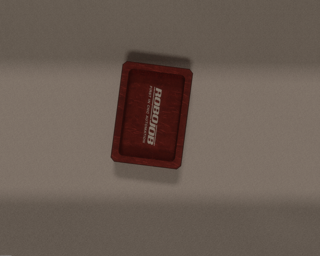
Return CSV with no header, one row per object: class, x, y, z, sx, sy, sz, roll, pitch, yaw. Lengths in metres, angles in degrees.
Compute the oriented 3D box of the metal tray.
metal tray,-0.010,-0.016,0.408,0.091,0.030,0.129,7,90,-1
